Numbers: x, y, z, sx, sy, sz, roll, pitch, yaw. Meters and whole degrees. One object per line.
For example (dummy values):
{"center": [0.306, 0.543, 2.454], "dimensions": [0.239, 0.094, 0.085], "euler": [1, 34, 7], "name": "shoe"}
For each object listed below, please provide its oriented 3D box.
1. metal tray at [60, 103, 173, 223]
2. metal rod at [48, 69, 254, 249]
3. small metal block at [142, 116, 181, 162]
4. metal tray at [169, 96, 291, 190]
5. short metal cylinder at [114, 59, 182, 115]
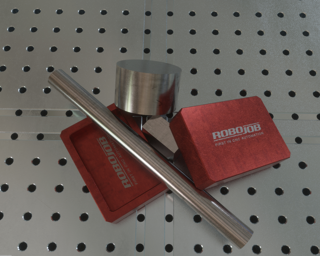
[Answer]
{"center": [-0.055, 0.040, 0.389], "dimensions": [0.090, 0.030, 0.130], "euler": [-30, 73, -11], "name": "metal tray"}
{"center": [-0.021, 0.028, 0.366], "dimensions": [0.300, 0.025, 0.025], "euler": [39, 75, 12], "name": "metal rod"}
{"center": [0.006, 0.013, 0.389], "dimensions": [0.050, 0.050, 0.025], "euler": [39, 75, 13], "name": "small metal block"}
{"center": [0.086, 0.013, 0.374], "dimensions": [0.131, 0.030, 0.090], "euler": [-11, 68, -30], "name": "metal tray"}
{"center": [-0.016, -0.054, 0.391], "dimensions": [0.080, 0.080, 0.050], "euler": [8, 112, 3], "name": "short metal cylinder"}
